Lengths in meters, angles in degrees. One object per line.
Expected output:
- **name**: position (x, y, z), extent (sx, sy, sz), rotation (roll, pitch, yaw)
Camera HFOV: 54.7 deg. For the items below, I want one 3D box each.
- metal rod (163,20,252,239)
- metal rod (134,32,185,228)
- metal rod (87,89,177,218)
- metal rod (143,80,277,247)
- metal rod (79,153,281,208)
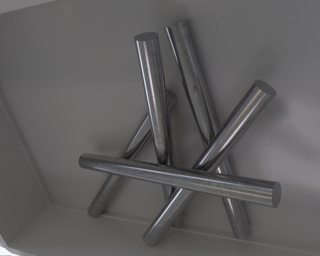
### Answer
- **metal rod**: position (0.066, 0.018, 0.384), extent (0.025, 0.025, 0.299), rotation (-8, 115, 31)
- **metal rod**: position (0.006, 0.027, 0.398), extent (0.025, 0.025, 0.298), rotation (9, 130, 23)
- **metal rod**: position (-0.055, 0.056, 0.472), extent (0.025, 0.025, 0.298), rotation (37, 129, 3)
- **metal rod**: position (0.044, 0.066, 0.390), extent (0.025, 0.025, 0.298), rotation (34, 126, 6)
- **metal rod**: position (-0.003, 0.058, 0.392), extent (0.300, 0.025, 0.025), rotation (3, 121, 40)
